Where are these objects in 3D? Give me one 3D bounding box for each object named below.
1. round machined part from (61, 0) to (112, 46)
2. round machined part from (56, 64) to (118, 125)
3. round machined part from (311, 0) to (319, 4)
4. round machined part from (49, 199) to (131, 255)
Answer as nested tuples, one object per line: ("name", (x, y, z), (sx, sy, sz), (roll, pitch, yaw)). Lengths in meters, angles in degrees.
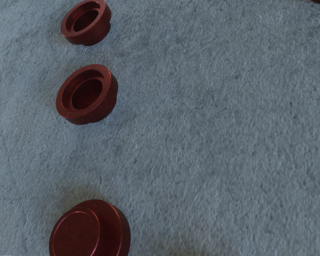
("round machined part", (-0.132, -0.192, 0.578), (0.098, 0.042, 0.098), (-13, 56, 20))
("round machined part", (-0.106, -0.047, 0.475), (0.098, 0.042, 0.098), (-13, 56, 20))
("round machined part", (0.236, -0.209, 0.398), (0.098, 0.042, 0.098), (-13, 56, 20))
("round machined part", (-0.087, 0.130, 0.357), (0.098, 0.042, 0.098), (-13, 56, 20))
